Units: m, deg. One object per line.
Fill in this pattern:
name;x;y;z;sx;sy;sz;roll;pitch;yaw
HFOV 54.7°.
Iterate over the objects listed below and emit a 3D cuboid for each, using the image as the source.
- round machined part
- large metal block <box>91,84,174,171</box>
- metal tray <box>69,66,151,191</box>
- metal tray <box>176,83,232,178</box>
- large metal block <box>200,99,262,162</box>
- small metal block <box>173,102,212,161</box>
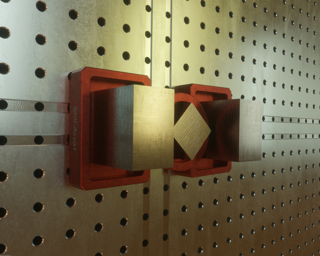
round machined part;0.015;0.005;0.399;0.099;0.042;0.097;0;90;-40
large metal block;-0.031;0.000;0.330;0.050;0.080;0.080;1;90;-40
metal tray;-0.055;0.001;0.358;0.091;0.030;0.129;1;89;-40
metal tray;0.066;0.003;0.460;0.091;0.030;0.129;0;90;-40
large metal block;0.093;0.003;0.433;0.050;0.080;0.080;2;89;-40
small metal block;0.030;0.004;0.381;0.050;0.025;0.050;52;60;-27
